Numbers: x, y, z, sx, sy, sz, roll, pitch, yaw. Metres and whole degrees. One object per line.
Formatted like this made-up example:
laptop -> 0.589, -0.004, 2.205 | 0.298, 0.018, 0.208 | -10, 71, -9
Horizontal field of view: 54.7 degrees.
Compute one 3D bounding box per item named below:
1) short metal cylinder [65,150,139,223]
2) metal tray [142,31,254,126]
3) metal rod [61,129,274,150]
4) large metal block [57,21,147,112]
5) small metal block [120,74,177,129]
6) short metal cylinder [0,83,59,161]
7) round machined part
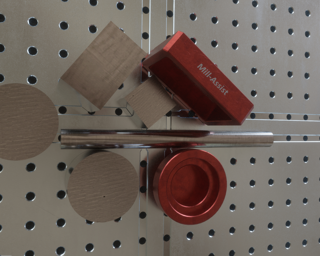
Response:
short metal cylinder -> -0.071, 0.066, 0.373 | 0.081, 0.050, 0.080 | 0, 90, -20
metal tray -> 0.045, -0.056, 0.394 | 0.130, 0.090, 0.030 | 42, 77, -15
metal rod -> 0.024, 0.015, 0.421 | 0.302, 0.025, 0.025 | 1, 90, -20
large metal block -> -0.070, -0.066, 0.357 | 0.050, 0.080, 0.080 | 41, 77, -16
small metal block -> -0.016, -0.034, 0.407 | 0.050, 0.025, 0.050 | -41, 103, -15
short metal cylinder -> -0.155, -0.006, 0.341 | 0.081, 0.050, 0.080 | 0, 90, -20
round machined part -> 0.037, 0.076, 0.417 | 0.099, 0.042, 0.097 | 0, 90, -20
